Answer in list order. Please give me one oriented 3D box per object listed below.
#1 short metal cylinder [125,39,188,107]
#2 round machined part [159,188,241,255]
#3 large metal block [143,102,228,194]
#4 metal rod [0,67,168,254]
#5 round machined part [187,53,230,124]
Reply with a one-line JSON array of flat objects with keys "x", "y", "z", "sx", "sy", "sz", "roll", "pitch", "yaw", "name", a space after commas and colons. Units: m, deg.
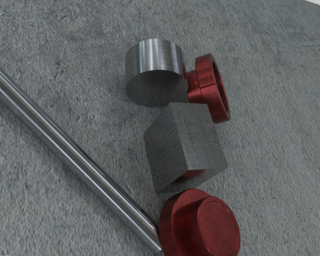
[{"x": -0.005, "y": -0.070, "z": 0.408, "sx": 0.081, "sy": 0.080, "sz": 0.050, "roll": 10, "pitch": 58, "yaw": -23, "name": "short metal cylinder"}, {"x": 0.049, "y": 0.112, "z": 0.334, "sx": 0.098, "sy": 0.042, "sz": 0.098, "roll": 27, "pitch": 47, "yaw": -33, "name": "round machined part"}, {"x": 0.025, "y": 0.025, "z": 0.366, "sx": 0.050, "sy": 0.080, "sz": 0.080, "roll": 0, "pitch": 62, "yaw": -28, "name": "large metal block"}, {"x": -0.105, "y": 0.019, "z": 0.335, "sx": 0.300, "sy": 0.025, "sz": 0.025, "roll": 44, "pitch": 51, "yaw": 2, "name": "metal rod"}, {"x": 0.065, "y": -0.052, "z": 0.438, "sx": 0.098, "sy": 0.042, "sz": 0.097, "roll": -16, "pitch": 90, "yaw": -72, "name": "round machined part"}]
